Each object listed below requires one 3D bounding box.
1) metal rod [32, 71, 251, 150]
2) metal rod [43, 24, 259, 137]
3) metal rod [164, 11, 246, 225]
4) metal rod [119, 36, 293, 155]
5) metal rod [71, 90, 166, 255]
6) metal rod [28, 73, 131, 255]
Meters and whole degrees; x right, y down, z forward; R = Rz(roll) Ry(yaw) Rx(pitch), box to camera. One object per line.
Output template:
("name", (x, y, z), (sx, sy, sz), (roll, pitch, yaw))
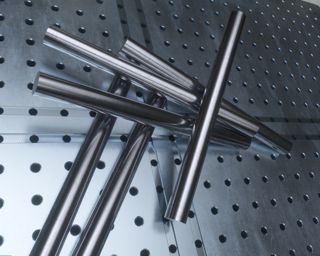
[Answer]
("metal rod", (0.002, -0.012, 0.384), (0.302, 0.025, 0.025), (15, 55, -32))
("metal rod", (0.000, -0.055, 0.407), (0.301, 0.025, 0.025), (23, 53, -15))
("metal rod", (0.064, -0.029, 0.397), (0.025, 0.025, 0.300), (25, 69, -13))
("metal rod", (0.078, -0.038, 0.450), (0.301, 0.025, 0.025), (29, 52, -18))
("metal rod", (-0.033, 0.031, 0.370), (0.025, 0.025, 0.300), (30, 52, -9))
("metal rod", (-0.080, 0.033, 0.344), (0.025, 0.025, 0.300), (26, 53, -12))
